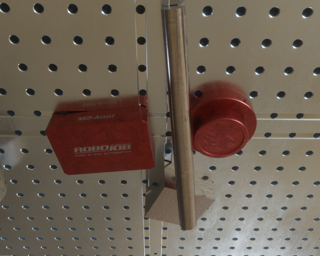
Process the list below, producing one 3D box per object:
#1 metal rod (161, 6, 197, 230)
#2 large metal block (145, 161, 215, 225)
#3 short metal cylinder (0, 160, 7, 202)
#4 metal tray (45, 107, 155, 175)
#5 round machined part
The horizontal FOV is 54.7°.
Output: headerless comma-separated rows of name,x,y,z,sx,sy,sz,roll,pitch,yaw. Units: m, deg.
metal rod,0.027,0.009,0.381,0.025,0.025,0.298,-4,119,3
large metal block,0.029,0.106,0.486,0.081,0.050,0.079,17,128,-15
short metal cylinder,-0.265,0.075,0.437,0.081,0.080,0.050,6,130,-5
metal tray,-0.077,0.020,0.425,0.131,0.030,0.089,-5,130,4
round machined part,0.076,0.001,0.402,0.099,0.042,0.097,0,130,0
